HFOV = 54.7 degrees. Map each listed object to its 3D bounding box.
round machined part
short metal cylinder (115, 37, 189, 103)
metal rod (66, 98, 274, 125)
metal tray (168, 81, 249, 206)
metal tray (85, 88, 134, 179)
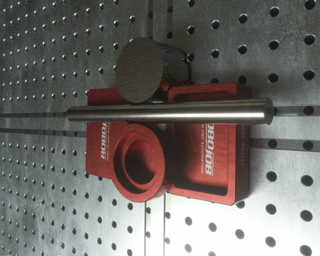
[{"bbox_3d":[-0.018,0.043,0.396,0.098,0.042,0.097,0,90,40],"label":"round machined part"},{"bbox_3d":[-0.011,-0.071,0.397,0.080,0.050,0.079,0,90,40],"label":"short metal cylinder"},{"bbox_3d":[-0.016,-0.018,0.378,0.300,0.025,0.025,1,91,39],"label":"metal rod"},{"bbox_3d":[0.053,0.016,0.357,0.090,0.030,0.129,1,91,40],"label":"metal tray"},{"bbox_3d":[-0.069,0.007,0.456,0.090,0.030,0.129,4,92,40],"label":"metal tray"}]
